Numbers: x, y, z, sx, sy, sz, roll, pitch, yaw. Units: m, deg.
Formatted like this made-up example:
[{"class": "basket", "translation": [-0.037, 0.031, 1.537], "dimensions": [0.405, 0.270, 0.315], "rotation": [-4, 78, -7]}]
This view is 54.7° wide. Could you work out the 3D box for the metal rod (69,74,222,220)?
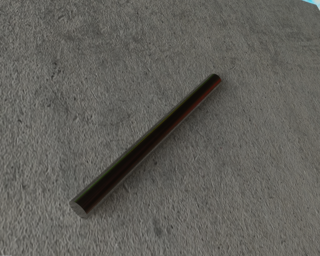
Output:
[{"class": "metal rod", "translation": [0.003, 0.003, 0.407], "dimensions": [0.025, 0.025, 0.302], "rotation": [45, 51, 2]}]
